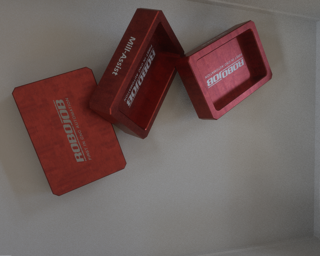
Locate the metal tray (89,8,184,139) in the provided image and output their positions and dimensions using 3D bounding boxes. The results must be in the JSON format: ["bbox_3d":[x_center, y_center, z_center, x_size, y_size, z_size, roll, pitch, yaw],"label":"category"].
[{"bbox_3d":[-0.021,-0.061,0.368,0.130,0.030,0.090,-66,151,-11],"label":"metal tray"}]

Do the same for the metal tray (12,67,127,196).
[{"bbox_3d":[-0.105,0.003,0.369,0.091,0.030,0.129,-22,97,-19],"label":"metal tray"}]

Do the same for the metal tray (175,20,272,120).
[{"bbox_3d":[0.092,-0.080,0.424,0.131,0.030,0.090,-35,109,-26],"label":"metal tray"}]
